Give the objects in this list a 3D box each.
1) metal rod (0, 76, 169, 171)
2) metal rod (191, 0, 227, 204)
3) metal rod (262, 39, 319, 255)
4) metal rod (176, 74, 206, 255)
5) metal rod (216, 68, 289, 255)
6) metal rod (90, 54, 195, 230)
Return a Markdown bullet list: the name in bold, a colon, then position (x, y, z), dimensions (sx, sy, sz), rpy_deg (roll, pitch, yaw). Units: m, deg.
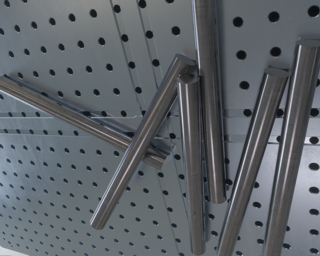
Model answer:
- **metal rod**: position (-0.126, -0.012, 0.470), dimensions (0.301, 0.025, 0.025), rpy_deg (25, 127, 13)
- **metal rod**: position (0.058, -0.034, 0.359), dimensions (0.025, 0.025, 0.298), rpy_deg (5, 121, 25)
- **metal rod**: position (0.148, 0.050, 0.363), dimensions (0.025, 0.025, 0.298), rpy_deg (10, 123, 23)
- **metal rod**: position (0.046, 0.071, 0.418), dimensions (0.025, 0.025, 0.298), rpy_deg (9, 127, 23)
- **metal rod**: position (0.108, 0.068, 0.396), dimensions (0.025, 0.025, 0.298), rpy_deg (17, 125, 18)
- **metal rod**: position (-0.035, 0.037, 0.421), dimensions (0.025, 0.025, 0.298), rpy_deg (33, 119, 7)
